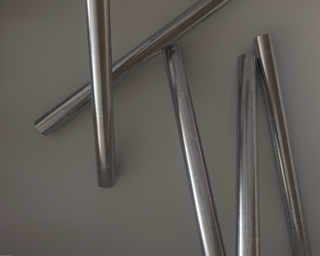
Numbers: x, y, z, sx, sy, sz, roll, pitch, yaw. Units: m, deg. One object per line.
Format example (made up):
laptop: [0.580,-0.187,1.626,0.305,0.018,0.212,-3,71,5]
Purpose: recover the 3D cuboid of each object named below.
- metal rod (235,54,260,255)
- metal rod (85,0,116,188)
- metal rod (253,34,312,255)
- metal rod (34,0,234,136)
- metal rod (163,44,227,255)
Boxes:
metal rod: [0.100,0.044,0.354,0.025,0.025,0.299,7,66,0]
metal rod: [-0.066,-0.062,0.348,0.025,0.025,0.298,2,115,-1]
metal rod: [0.163,0.026,0.413,0.025,0.025,0.298,-10,90,0]
metal rod: [-0.035,-0.085,0.397,0.300,0.025,0.025,-35,91,5]
metal rod: [0.040,0.034,0.362,0.025,0.025,0.299,-10,70,0]
